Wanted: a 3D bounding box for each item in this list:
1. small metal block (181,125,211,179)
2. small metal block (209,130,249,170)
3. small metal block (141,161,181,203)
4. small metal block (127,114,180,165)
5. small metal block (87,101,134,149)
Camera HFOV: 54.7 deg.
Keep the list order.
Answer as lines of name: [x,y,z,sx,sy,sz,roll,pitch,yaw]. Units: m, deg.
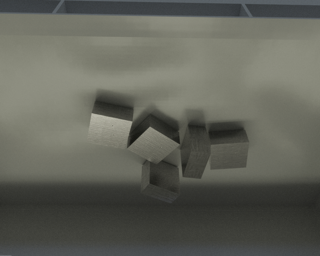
small metal block: [0.047,0.032,0.419,0.025,0.050,0.050,7,130,-7]
small metal block: [0.095,0.031,0.434,0.050,0.025,0.050,-4,130,3]
small metal block: [0.001,0.076,0.455,0.050,0.050,0.025,24,127,-20]
small metal block: [-0.009,0.017,0.420,0.050,0.025,0.050,31,123,-24]
small metal block: [-0.065,-0.003,0.403,0.050,0.025,0.050,12,129,-10]
